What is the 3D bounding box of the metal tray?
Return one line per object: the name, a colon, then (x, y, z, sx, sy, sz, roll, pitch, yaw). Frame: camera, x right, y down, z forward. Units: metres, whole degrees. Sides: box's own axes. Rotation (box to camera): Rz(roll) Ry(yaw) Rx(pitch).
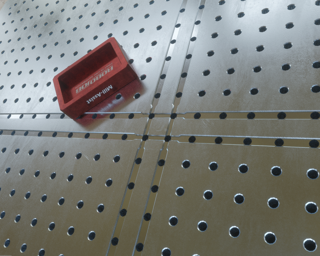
metal tray: (-0.111, -0.084, 0.516, 0.130, 0.030, 0.090, -33, 51, 7)
